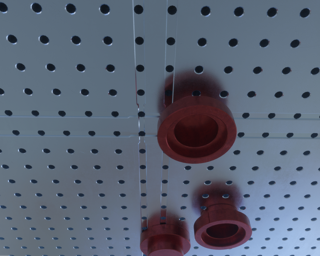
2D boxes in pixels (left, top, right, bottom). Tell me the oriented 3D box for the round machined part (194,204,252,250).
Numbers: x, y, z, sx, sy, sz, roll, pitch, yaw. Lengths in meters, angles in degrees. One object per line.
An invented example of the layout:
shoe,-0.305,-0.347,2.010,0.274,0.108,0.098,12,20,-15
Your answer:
round machined part,0.109,0.172,0.549,0.099,0.042,0.097,-1,130,0

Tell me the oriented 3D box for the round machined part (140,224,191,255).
round machined part,0.010,0.231,0.598,0.099,0.042,0.097,-1,130,0

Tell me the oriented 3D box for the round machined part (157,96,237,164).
round machined part,0.046,-0.002,0.400,0.099,0.042,0.097,-1,130,0
